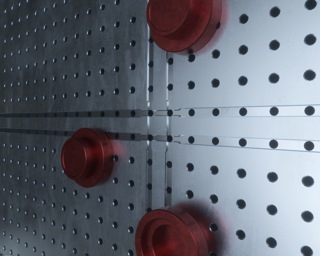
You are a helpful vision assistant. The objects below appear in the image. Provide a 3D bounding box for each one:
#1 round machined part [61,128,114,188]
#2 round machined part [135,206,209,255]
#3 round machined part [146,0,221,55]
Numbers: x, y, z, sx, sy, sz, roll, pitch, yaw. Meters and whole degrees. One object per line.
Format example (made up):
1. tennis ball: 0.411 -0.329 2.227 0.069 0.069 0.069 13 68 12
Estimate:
1. round machined part: -0.123 0.048 0.502 0.098 0.042 0.097 0 90 40
2. round machined part: 0.018 0.146 0.384 0.098 0.042 0.097 0 90 40
3. round machined part: 0.022 -0.143 0.381 0.098 0.042 0.097 0 90 40
